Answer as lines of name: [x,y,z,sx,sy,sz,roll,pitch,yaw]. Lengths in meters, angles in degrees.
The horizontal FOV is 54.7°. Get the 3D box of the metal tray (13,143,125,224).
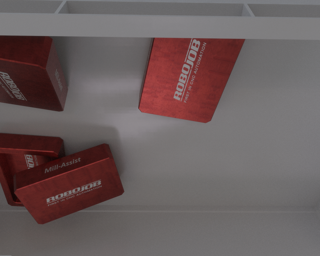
metal tray: [-0.124,0.081,0.440,0.131,0.030,0.090,-19,136,-11]

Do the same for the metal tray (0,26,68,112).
metal tray: [-0.148,-0.055,0.312,0.091,0.030,0.130,9,165,-8]

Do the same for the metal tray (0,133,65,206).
metal tray: [-0.188,0.068,0.461,0.091,0.030,0.129,4,130,-4]

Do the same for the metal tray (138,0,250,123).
metal tray: [0.031,-0.069,0.347,0.091,0.030,0.129,9,130,-8]
